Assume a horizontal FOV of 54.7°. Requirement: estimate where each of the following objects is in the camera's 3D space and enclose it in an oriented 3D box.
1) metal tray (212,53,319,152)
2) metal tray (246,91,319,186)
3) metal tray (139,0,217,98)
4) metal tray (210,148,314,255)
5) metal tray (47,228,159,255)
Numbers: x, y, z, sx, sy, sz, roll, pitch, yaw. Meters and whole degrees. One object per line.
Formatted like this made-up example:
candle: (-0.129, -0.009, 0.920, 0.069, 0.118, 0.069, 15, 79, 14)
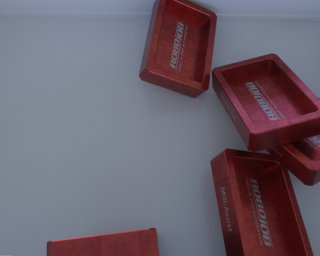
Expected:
metal tray: (0.127, -0.037, 0.378, 0.091, 0.030, 0.130, -15, 44, -3)
metal tray: (0.167, -0.002, 0.377, 0.091, 0.030, 0.130, -26, 46, -14)
metal tray: (0.028, -0.116, 0.432, 0.091, 0.030, 0.130, 17, 69, -19)
metal tray: (0.111, 0.091, 0.345, 0.091, 0.030, 0.130, 9, 57, -23)
metal tray: (-0.047, 0.122, 0.309, 0.091, 0.130, 0.030, -6, 71, -3)
